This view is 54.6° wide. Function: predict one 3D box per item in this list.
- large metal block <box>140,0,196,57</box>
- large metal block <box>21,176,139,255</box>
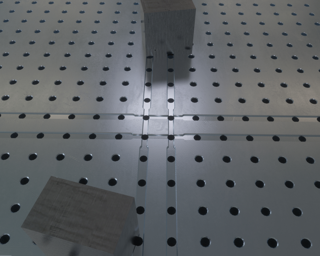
[{"bbox_3d":[0.011,-0.171,0.516,0.080,0.080,0.050,-8,51,-7],"label":"large metal block"},{"bbox_3d":[-0.068,0.096,0.291,0.080,0.080,0.050,12,51,10],"label":"large metal block"}]
